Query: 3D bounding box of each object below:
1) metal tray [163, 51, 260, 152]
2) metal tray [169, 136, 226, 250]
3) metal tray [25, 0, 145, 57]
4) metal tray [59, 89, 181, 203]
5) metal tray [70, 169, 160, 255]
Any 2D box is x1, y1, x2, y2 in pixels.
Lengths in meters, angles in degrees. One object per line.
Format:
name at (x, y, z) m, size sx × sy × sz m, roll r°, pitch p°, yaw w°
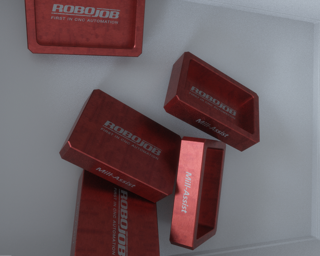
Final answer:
metal tray at (0.074, -0.035, 0.414) m, size 0.131 × 0.030 × 0.090 m, roll 27°, pitch 51°, yaw -18°
metal tray at (0.052, 0.079, 0.400) m, size 0.090 × 0.030 × 0.129 m, roll 11°, pitch 85°, yaw -62°
metal tray at (-0.085, -0.132, 0.360) m, size 0.131 × 0.030 × 0.089 m, roll -3°, pitch 112°, yaw -20°
metal tray at (-0.040, 0.021, 0.370) m, size 0.131 × 0.030 × 0.090 m, roll 30°, pitch 47°, yaw -18°
metal tray at (-0.050, 0.111, 0.351) m, size 0.091 × 0.030 × 0.130 m, roll 12°, pitch 47°, yaw -20°
